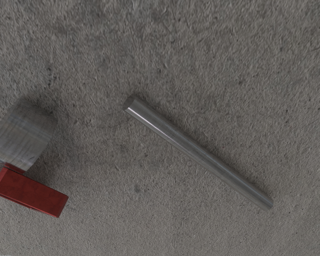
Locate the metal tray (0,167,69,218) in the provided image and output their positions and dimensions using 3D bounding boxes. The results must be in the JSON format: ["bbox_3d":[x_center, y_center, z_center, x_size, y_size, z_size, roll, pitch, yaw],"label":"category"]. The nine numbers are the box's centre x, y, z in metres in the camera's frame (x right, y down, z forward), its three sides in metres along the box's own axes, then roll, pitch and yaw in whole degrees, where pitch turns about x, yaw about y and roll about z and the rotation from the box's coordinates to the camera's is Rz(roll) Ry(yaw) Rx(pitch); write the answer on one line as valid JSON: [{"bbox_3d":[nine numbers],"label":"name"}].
[{"bbox_3d":[-0.194,0.090,0.436,0.090,0.030,0.130,34,154,-26],"label":"metal tray"}]

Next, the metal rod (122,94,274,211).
[{"bbox_3d":[0.070,0.047,0.448,0.301,0.025,0.025,36,121,-27],"label":"metal rod"}]

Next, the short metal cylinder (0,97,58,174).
[{"bbox_3d":[-0.170,0.008,0.377,0.050,0.080,0.080,36,121,-27],"label":"short metal cylinder"}]
